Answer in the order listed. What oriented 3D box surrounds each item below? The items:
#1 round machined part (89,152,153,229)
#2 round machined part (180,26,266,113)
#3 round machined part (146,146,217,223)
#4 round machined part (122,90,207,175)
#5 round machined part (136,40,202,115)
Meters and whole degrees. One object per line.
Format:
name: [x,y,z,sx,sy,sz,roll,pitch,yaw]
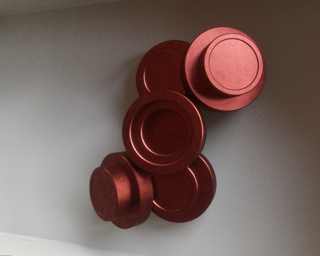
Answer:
round machined part: [-0.056,0.081,0.396,0.098,0.042,0.097,6,98,49]
round machined part: [0.075,-0.067,0.350,0.099,0.042,0.097,0,87,-11]
round machined part: [0.019,0.072,0.392,0.098,0.042,0.097,0,90,19]
round machined part: [0.008,0.005,0.373,0.098,0.042,0.097,0,90,19]
round machined part: [0.014,-0.063,0.394,0.098,0.042,0.097,0,90,19]
